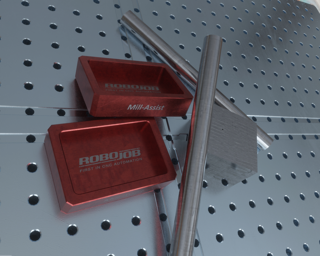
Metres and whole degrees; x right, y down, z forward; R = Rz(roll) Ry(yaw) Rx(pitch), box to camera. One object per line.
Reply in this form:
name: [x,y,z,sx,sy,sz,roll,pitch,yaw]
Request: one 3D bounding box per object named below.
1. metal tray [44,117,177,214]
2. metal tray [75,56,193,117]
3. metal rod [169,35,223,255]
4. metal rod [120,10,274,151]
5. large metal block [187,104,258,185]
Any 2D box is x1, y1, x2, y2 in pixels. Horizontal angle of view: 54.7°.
metal tray: [-0.054,0.035,0.355,0.131,0.030,0.090,-8,66,-32]
metal tray: [-0.034,-0.053,0.400,0.131,0.030,0.090,-1,40,-29]
metal rod: [0.044,0.024,0.364,0.025,0.025,0.299,17,72,-19]
metal rod: [0.057,-0.074,0.486,0.300,0.025,0.025,42,51,0]
large metal block: [0.085,0.022,0.426,0.080,0.050,0.080,23,53,-15]
